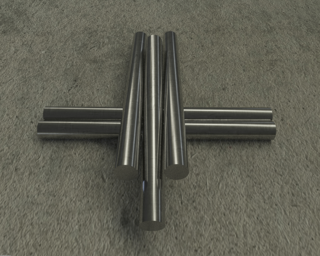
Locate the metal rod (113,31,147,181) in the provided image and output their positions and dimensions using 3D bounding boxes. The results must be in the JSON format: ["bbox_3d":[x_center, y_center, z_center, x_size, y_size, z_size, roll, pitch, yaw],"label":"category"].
[{"bbox_3d":[-0.034,-0.055,0.423,0.025,0.025,0.300,0,42,0],"label":"metal rod"}]

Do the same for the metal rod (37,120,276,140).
[{"bbox_3d":[-0.004,0.003,0.403,0.302,0.025,0.025,0,50,-1],"label":"metal rod"}]

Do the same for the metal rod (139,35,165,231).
[{"bbox_3d":[-0.008,-0.022,0.389,0.025,0.025,0.300,0,50,-1],"label":"metal rod"}]

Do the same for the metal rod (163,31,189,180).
[{"bbox_3d":[0.017,-0.056,0.424,0.025,0.025,0.300,0,42,0],"label":"metal rod"}]

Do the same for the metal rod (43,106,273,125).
[{"bbox_3d":[-0.002,-0.016,0.419,0.302,0.025,0.025,0,50,-1],"label":"metal rod"}]
